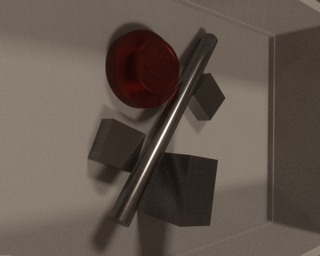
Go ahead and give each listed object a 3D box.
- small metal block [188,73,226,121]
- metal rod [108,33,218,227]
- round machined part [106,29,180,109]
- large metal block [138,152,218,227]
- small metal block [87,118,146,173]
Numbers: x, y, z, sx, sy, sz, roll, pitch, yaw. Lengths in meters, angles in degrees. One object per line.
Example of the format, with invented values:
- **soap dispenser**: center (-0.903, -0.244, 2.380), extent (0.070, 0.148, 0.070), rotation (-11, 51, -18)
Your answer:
- **small metal block**: center (0.066, -0.046, 0.464), extent (0.050, 0.025, 0.050), rotation (52, 59, -27)
- **metal rod**: center (0.016, -0.017, 0.401), extent (0.025, 0.025, 0.300), rotation (46, 56, -31)
- **round machined part**: center (-0.014, -0.074, 0.386), extent (0.099, 0.042, 0.097), rotation (0, 90, -40)
- **large metal block**: center (0.021, 0.074, 0.391), extent (0.050, 0.080, 0.080), rotation (14, 81, -40)
- **small metal block**: center (-0.050, 0.022, 0.366), extent (0.050, 0.025, 0.050), rotation (28, 72, -37)
